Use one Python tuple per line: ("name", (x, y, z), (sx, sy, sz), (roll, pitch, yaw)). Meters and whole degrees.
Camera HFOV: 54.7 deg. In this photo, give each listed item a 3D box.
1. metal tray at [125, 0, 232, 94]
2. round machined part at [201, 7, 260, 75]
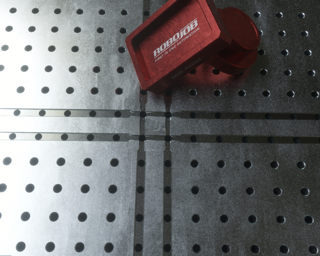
("metal tray", (0.019, -0.116, 0.411), (0.130, 0.030, 0.090), (-31, 68, 31))
("round machined part", (0.099, -0.126, 0.428), (0.099, 0.042, 0.098), (13, 62, -26))
